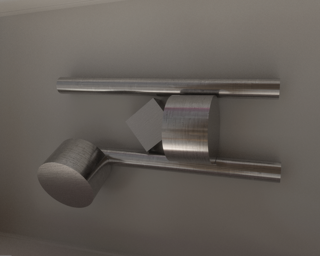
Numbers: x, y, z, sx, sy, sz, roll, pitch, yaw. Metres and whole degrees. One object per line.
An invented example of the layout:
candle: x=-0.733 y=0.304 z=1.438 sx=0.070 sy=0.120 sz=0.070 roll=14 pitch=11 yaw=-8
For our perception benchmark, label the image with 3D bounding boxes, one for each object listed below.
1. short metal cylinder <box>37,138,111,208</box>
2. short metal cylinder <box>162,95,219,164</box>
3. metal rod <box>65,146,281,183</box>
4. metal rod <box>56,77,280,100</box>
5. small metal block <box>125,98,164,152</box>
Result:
short metal cylinder: x=-0.114 y=0.061 z=0.416 sx=0.080 sy=0.050 sz=0.079 roll=10 pitch=127 yaw=14
short metal cylinder: x=0.039 y=0.001 z=0.365 sx=0.050 sy=0.080 sz=0.079 roll=2 pitch=91 yaw=20
metal rod: x=-0.002 y=0.043 z=0.408 sx=0.301 sy=0.025 sz=0.025 roll=3 pitch=91 yaw=19
metal rod: x=-0.003 y=-0.054 z=0.409 sx=0.301 sy=0.025 sz=0.025 roll=4 pitch=91 yaw=19
small metal block: x=-0.009 y=-0.004 z=0.411 sx=0.050 sy=0.025 sz=0.050 roll=-39 pitch=78 yaw=15
